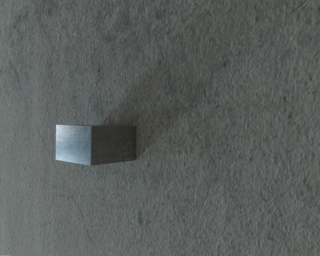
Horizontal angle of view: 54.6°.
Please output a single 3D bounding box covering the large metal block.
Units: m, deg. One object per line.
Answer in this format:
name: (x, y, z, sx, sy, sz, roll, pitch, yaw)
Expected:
large metal block: (-0.091, 0.021, 0.446, 0.080, 0.081, 0.050, 2, 92, 40)
